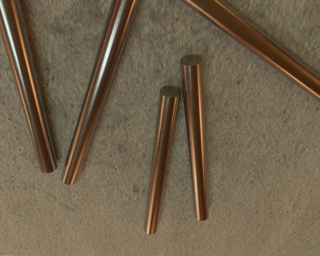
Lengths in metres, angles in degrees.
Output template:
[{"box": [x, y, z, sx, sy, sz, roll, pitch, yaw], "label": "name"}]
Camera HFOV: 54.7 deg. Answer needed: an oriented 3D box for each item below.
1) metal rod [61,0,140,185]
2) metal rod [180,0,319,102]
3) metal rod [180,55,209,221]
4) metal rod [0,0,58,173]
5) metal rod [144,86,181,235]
[{"box": [-0.082, -0.030, 0.380, 0.025, 0.025, 0.298, 17, 128, -14], "label": "metal rod"}, {"box": [0.116, -0.086, 0.335, 0.301, 0.025, 0.025, 27, 125, -22], "label": "metal rod"}, {"box": [0.053, 0.037, 0.439, 0.025, 0.025, 0.298, -6, 130, 4], "label": "metal rod"}, {"box": [-0.154, -0.057, 0.356, 0.025, 0.025, 0.298, 2, 130, -3], "label": "metal rod"}, {"box": [-0.002, 0.069, 0.466, 0.025, 0.025, 0.298, 4, 130, -4], "label": "metal rod"}]
